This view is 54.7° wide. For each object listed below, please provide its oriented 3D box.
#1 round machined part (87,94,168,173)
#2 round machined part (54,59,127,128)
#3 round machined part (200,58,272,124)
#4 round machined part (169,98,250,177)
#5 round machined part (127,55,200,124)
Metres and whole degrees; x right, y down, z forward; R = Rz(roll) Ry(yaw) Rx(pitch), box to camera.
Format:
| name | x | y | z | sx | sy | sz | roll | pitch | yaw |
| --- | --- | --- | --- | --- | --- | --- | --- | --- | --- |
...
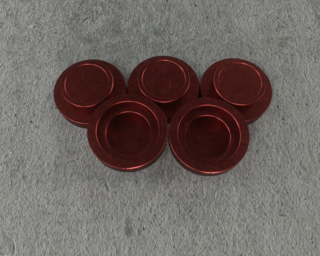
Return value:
| name | x | y | z | sx | sy | sz | roll | pitch | yaw |
| --- | --- | --- | --- | --- | --- | --- | --- | --- | --- |
| round machined part | -0.039 | 0.009 | 0.396 | 0.099 | 0.042 | 0.098 | 0 | 70 | -1 |
| round machined part | -0.094 | -0.051 | 0.418 | 0.099 | 0.042 | 0.098 | 0 | 70 | -1 |
| round machined part | 0.104 | -0.054 | 0.421 | 0.099 | 0.042 | 0.098 | 0 | 70 | -1 |
| round machined part | 0.060 | 0.014 | 0.396 | 0.099 | 0.042 | 0.098 | 0 | 70 | -1 |
| round machined part | 0.005 | -0.057 | 0.421 | 0.099 | 0.042 | 0.098 | 0 | 70 | -1 |
